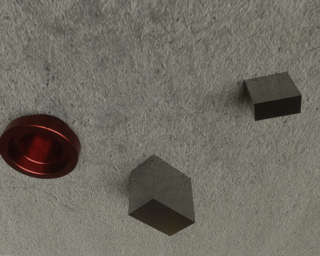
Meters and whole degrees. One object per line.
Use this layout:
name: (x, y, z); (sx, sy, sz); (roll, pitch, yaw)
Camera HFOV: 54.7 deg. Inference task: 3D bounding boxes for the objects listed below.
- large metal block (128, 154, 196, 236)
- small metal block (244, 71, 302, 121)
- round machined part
large metal block: (0.003, 0.099, 0.456); (0.080, 0.080, 0.050); (36, 121, -27)
small metal block: (0.130, -0.038, 0.361); (0.050, 0.050, 0.025); (-10, 130, 8)
round machined part: (-0.155, 0.020, 0.411); (0.099, 0.042, 0.097); (-1, 130, 0)
